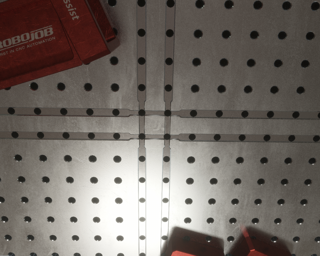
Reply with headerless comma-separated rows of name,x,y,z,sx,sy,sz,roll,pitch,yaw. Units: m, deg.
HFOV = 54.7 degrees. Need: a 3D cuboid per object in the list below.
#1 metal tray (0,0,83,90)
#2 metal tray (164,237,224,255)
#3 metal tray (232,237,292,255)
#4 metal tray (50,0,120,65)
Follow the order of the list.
metal tray,-0.164,-0.103,0.370,0.131,0.030,0.089,-16,110,5
metal tray,0.041,0.246,0.502,0.091,0.030,0.129,18,109,-7
metal tray,0.149,0.248,0.505,0.090,0.030,0.129,25,108,-10
metal tray,-0.088,-0.138,0.326,0.030,0.090,0.129,-22,109,8
